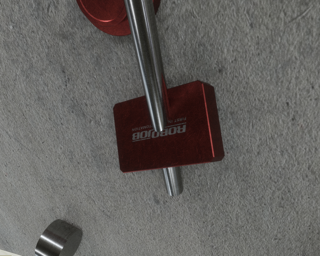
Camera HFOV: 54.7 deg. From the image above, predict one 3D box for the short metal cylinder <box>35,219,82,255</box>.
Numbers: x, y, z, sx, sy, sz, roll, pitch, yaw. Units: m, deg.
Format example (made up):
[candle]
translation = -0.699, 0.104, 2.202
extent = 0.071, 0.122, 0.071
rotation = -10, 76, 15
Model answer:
[short metal cylinder]
translation = -0.199, 0.230, 0.615
extent = 0.050, 0.080, 0.079
rotation = 22, 127, 14

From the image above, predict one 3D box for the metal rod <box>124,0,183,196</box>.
[metal rod]
translation = -0.001, -0.022, 0.353
extent = 0.025, 0.025, 0.298
rotation = 10, 135, 23

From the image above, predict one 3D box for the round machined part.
[round machined part]
translation = -0.052, -0.147, 0.331
extent = 0.098, 0.042, 0.097
rotation = 13, 124, 20

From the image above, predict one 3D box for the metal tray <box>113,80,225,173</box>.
[metal tray]
translation = 0.006, 0.003, 0.374
extent = 0.130, 0.030, 0.090
rotation = -12, 82, 32
